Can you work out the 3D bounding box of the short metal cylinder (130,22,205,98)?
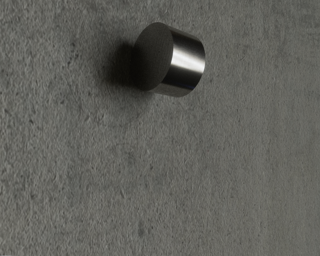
[{"bbox_3d":[0.008,-0.080,0.374,0.050,0.080,0.080,7,86,-40],"label":"short metal cylinder"}]
